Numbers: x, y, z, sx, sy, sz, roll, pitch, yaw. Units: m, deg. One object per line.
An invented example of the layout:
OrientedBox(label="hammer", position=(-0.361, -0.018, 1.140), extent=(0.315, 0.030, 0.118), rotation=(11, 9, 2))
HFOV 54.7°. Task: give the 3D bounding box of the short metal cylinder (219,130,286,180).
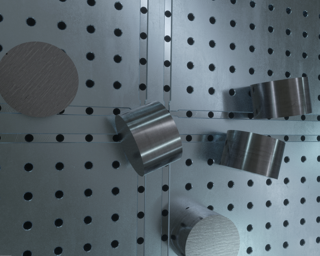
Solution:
OrientedBox(label="short metal cylinder", position=(0.128, 0.037, 0.432), extent=(0.081, 0.080, 0.050), rotation=(16, 85, -20))

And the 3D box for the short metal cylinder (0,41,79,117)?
OrientedBox(label="short metal cylinder", position=(-0.136, -0.051, 0.349), extent=(0.081, 0.050, 0.079), rotation=(0, 90, -20))

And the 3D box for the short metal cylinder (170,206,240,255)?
OrientedBox(label="short metal cylinder", position=(0.061, 0.152, 0.423), extent=(0.081, 0.050, 0.079), rotation=(0, 90, -21))

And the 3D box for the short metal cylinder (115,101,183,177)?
OrientedBox(label="short metal cylinder", position=(-0.015, 0.012, 0.379), extent=(0.050, 0.080, 0.080), rotation=(-23, 98, -19))

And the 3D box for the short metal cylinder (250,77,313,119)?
OrientedBox(label="short metal cylinder", position=(0.175, -0.043, 0.450), extent=(0.081, 0.080, 0.050), rotation=(-9, 93, -20))
